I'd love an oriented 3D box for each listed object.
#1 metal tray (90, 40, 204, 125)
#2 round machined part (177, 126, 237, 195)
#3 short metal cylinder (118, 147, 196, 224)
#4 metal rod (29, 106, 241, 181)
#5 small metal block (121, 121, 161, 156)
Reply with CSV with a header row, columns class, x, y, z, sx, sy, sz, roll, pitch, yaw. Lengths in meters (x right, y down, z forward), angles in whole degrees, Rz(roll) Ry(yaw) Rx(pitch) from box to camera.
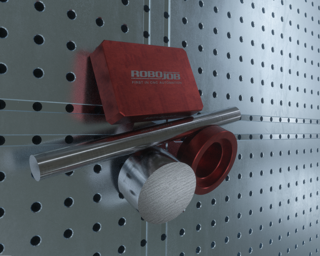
class,x,y,z,sx,sy,sz,roll,pitch,yaw
metal tray,-0.012,-0.055,0.379,0.131,0.030,0.090,-7,76,-41
round machined part,0.062,0.041,0.437,0.099,0.042,0.097,-23,127,-34
short metal cylinder,-0.003,0.068,0.377,0.081,0.050,0.079,-14,116,-30
metal rod,0.000,0.008,0.377,0.302,0.025,0.025,-14,99,-39
small metal block,-0.025,0.015,0.401,0.050,0.025,0.050,23,76,-38
